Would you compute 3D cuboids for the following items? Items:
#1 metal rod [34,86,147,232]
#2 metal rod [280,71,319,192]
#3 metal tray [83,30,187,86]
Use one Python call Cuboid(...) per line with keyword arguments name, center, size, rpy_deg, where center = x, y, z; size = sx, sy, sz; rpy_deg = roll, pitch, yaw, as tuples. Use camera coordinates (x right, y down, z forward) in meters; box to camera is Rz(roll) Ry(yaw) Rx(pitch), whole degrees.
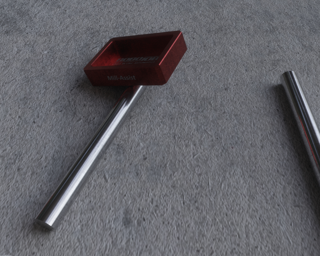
Cuboid(name="metal rod", center=(-0.062, -0.006, 0.408), size=(0.025, 0.025, 0.301), rpy_deg=(17, 52, 14))
Cuboid(name="metal rod", center=(0.193, 0.038, 0.372), size=(0.025, 0.025, 0.300), rpy_deg=(1, 50, 0))
Cuboid(name="metal tray", center=(-0.036, -0.101, 0.456), size=(0.130, 0.030, 0.090), rpy_deg=(4, 47, 30))
